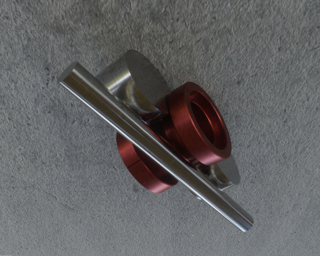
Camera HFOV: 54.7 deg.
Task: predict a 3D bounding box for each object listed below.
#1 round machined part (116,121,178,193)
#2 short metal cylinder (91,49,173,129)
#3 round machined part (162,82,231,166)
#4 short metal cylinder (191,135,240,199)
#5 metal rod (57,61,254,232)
[{"bbox_3d":[-0.005,0.027,0.382,0.042,0.098,0.098,-34,123,20],"label":"round machined part"},{"bbox_3d":[-0.028,-0.038,0.339,0.050,0.080,0.080,-32,124,24],"label":"short metal cylinder"},{"bbox_3d":[0.040,-0.001,0.361,0.042,0.098,0.098,-29,125,28],"label":"round machined part"},{"bbox_3d":[0.064,0.049,0.415,0.050,0.080,0.080,-32,124,24],"label":"short metal cylinder"},{"bbox_3d":[0.017,0.039,0.338,0.025,0.025,0.300,-33,124,24],"label":"metal rod"}]
